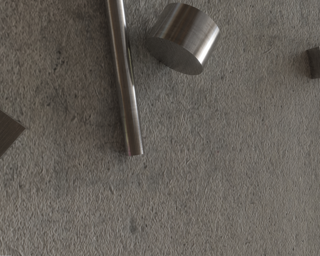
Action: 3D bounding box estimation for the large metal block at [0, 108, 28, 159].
[{"bbox_3d":[-0.200,0.007,0.322,0.080,0.050,0.080,40,77,-16],"label":"large metal block"}]

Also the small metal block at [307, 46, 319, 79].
[{"bbox_3d":[0.277,-0.111,0.513,0.050,0.025,0.050,-13,95,-20],"label":"small metal block"}]

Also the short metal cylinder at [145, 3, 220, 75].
[{"bbox_3d":[0.028,-0.110,0.391,0.080,0.080,0.050,31,80,-18],"label":"short metal cylinder"}]

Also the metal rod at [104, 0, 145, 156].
[{"bbox_3d":[-0.051,-0.114,0.390,0.025,0.025,0.298,-9,93,-20],"label":"metal rod"}]
